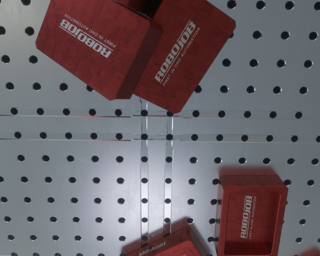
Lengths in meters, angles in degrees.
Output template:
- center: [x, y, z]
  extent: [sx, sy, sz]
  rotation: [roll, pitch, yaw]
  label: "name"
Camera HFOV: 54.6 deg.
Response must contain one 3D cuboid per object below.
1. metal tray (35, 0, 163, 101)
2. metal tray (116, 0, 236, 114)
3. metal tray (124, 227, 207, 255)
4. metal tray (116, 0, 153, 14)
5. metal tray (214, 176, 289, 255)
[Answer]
- center: [-0.071, -0.099, 0.340]
  extent: [0.130, 0.030, 0.090]
  rotation: [35, 109, 20]
  label: "metal tray"
- center: [0.016, -0.091, 0.365]
  extent: [0.090, 0.030, 0.129]
  rotation: [24, 109, -25]
  label: "metal tray"
- center: [0.010, 0.224, 0.492]
  extent: [0.130, 0.030, 0.090]
  rotation: [-28, 108, 9]
  label: "metal tray"
- center: [-0.010, -0.160, 0.297]
  extent: [0.030, 0.130, 0.090]
  rotation: [31, 107, -4]
  label: "metal tray"
- center: [0.132, 0.135, 0.461]
  extent: [0.090, 0.030, 0.129]
  rotation: [0, 110, 0]
  label: "metal tray"
